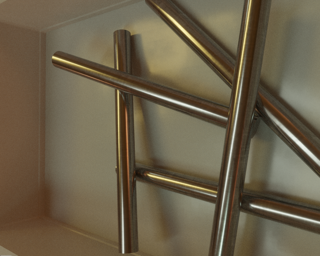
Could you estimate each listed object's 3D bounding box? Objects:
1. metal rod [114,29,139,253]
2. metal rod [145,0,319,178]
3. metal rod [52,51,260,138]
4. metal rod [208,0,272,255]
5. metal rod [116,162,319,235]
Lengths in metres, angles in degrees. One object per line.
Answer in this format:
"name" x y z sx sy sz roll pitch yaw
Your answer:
"metal rod" -0.047 0.009 0.418 0.025 0.025 0.299 -13 74 39
"metal rod" 0.073 -0.068 0.345 0.300 0.025 0.025 52 120 27
"metal rod" -0.025 -0.051 0.390 0.300 0.025 0.025 22 104 26
"metal rod" 0.075 0.026 0.309 0.025 0.025 0.298 11 98 39
"metal rod" 0.060 0.073 0.355 0.300 0.025 0.025 8 95 39
